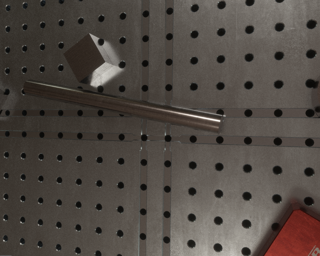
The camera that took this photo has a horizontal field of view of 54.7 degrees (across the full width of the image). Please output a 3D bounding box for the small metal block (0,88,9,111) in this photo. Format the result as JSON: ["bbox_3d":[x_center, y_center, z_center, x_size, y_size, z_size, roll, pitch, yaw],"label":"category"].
[{"bbox_3d":[-0.288,-0.047,0.512,0.050,0.025,0.050,35,101,16],"label":"small metal block"}]

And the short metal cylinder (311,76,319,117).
[{"bbox_3d":[0.207,-0.037,0.327,0.080,0.050,0.079,0,90,19],"label":"short metal cylinder"}]

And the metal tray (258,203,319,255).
[{"bbox_3d":[0.161,0.165,0.353,0.090,0.030,0.129,31,100,17],"label":"metal tray"}]

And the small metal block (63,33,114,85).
[{"bbox_3d":[-0.103,-0.099,0.448,0.050,0.025,0.050,-33,80,16],"label":"small metal block"}]

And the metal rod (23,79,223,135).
[{"bbox_3d":[-0.064,-0.034,0.433,0.301,0.025,0.025,12,94,19],"label":"metal rod"}]
